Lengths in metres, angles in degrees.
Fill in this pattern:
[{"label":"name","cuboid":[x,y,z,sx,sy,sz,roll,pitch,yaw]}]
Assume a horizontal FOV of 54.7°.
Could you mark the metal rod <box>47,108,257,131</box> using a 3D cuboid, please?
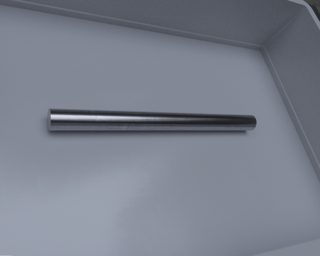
[{"label":"metal rod","cuboid":[0.010,-0.009,0.415,0.303,0.025,0.025,0,62,-28]}]
